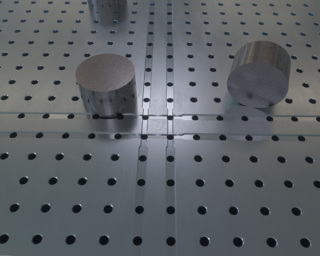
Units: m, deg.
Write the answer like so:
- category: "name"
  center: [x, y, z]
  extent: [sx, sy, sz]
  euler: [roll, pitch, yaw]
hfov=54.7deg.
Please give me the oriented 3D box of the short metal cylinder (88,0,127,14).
- category: "short metal cylinder"
  center: [-0.107, -0.273, 0.620]
  extent: [0.081, 0.050, 0.080]
  euler: [0, 50, 0]

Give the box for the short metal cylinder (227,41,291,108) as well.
- category: "short metal cylinder"
  center: [0.139, -0.074, 0.435]
  extent: [0.080, 0.080, 0.050]
  euler: [14, 52, 12]

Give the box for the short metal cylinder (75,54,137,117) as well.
- category: "short metal cylinder"
  center: [-0.075, -0.061, 0.442]
  extent: [0.081, 0.050, 0.080]
  euler: [0, 50, 0]
